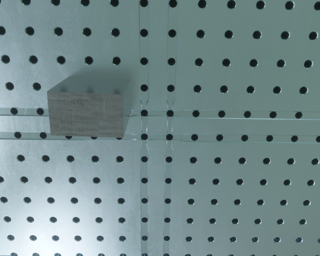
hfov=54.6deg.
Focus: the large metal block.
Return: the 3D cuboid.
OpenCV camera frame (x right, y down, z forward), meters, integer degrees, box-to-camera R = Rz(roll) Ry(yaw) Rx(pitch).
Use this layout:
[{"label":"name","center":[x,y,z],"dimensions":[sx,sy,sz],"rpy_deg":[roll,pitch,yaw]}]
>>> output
[{"label":"large metal block","center":[-0.080,-0.028,0.373],"dimensions":[0.080,0.080,0.050],"rpy_deg":[2,110,-1]}]
